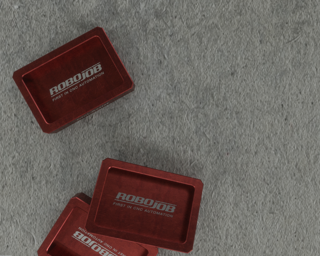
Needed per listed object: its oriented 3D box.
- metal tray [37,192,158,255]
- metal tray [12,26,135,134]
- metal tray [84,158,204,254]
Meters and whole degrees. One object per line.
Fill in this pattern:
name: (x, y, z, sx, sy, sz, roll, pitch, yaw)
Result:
metal tray: (-0.079, 0.157, 0.406, 0.130, 0.030, 0.090, 32, 90, 0)
metal tray: (-0.110, -0.061, 0.406, 0.130, 0.030, 0.090, -29, 90, 0)
metal tray: (-0.018, 0.096, 0.388, 0.131, 0.030, 0.090, 14, 73, -6)
